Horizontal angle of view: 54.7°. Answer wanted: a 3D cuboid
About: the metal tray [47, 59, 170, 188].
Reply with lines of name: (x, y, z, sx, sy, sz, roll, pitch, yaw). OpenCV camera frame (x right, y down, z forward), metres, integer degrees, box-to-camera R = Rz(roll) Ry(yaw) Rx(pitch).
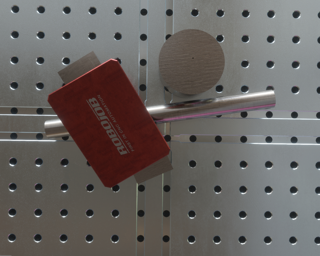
metal tray: (-0.058, -0.005, 0.371, 0.090, 0.030, 0.130, -31, 102, 0)

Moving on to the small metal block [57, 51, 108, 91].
small metal block: (-0.096, -0.070, 0.399, 0.050, 0.050, 0.025, -32, 90, 0)

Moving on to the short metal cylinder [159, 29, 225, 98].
short metal cylinder: (0.038, -0.081, 0.401, 0.081, 0.050, 0.079, 0, 90, -1)

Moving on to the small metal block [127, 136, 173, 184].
small metal block: (-0.016, 0.040, 0.412, 0.050, 0.025, 0.050, -23, 90, -1)

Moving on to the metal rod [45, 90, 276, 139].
metal rod: (0.001, -0.019, 0.413, 0.302, 0.025, 0.025, -8, 90, -1)
